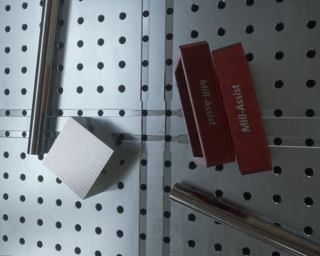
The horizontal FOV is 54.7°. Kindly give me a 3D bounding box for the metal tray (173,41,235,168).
[{"bbox_3d":[0.047,-0.023,0.358,0.030,0.090,0.129,-12,86,-3],"label":"metal tray"}]

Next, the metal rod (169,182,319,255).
[{"bbox_3d":[0.151,0.134,0.359,0.301,0.025,0.025,21,97,18],"label":"metal rod"}]

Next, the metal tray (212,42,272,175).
[{"bbox_3d":[0.094,-0.019,0.344,0.030,0.090,0.129,-14,86,19],"label":"metal tray"}]

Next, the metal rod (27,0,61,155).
[{"bbox_3d":[-0.173,-0.108,0.471,0.025,0.025,0.298,8,93,19],"label":"metal rod"}]

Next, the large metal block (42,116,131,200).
[{"bbox_3d":[-0.103,0.039,0.434,0.080,0.050,0.080,36,101,16],"label":"large metal block"}]
